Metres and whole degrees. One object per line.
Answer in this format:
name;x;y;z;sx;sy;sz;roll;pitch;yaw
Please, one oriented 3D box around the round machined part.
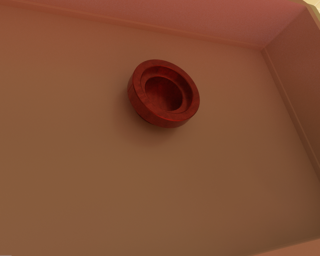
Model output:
round machined part;0.001;-0.042;0.423;0.099;0.042;0.098;14;56;-21
